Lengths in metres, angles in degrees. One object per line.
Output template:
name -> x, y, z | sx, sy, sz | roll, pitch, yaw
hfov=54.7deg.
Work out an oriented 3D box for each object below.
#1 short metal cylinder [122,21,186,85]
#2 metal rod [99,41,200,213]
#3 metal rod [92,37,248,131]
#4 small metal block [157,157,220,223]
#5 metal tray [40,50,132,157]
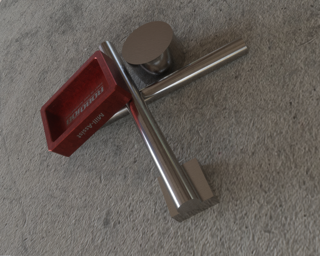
short metal cylinder -> -0.009, -0.111, 0.459 | 0.080, 0.050, 0.080 | -13, 56, 20
metal rod -> -0.028, -0.025, 0.402 | 0.025, 0.025, 0.300 | -34, 52, 6
metal rod -> -0.020, -0.045, 0.442 | 0.301, 0.025, 0.025 | -26, 53, 11
small metal block -> 0.031, 0.069, 0.345 | 0.050, 0.025, 0.050 | -29, 52, 9
metal tray -> -0.106, -0.034, 0.427 | 0.130, 0.030, 0.090 | -41, 50, 15
